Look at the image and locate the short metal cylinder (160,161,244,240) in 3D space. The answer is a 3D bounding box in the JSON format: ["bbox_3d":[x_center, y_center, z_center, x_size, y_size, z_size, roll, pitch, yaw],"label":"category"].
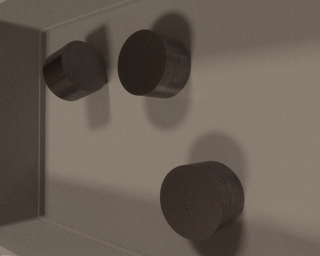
[{"bbox_3d":[0.047,0.079,0.350,0.080,0.050,0.079,0,90,39],"label":"short metal cylinder"}]

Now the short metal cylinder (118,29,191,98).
[{"bbox_3d":[-0.008,-0.079,0.395,0.080,0.050,0.079,0,90,39],"label":"short metal cylinder"}]

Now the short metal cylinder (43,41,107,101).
[{"bbox_3d":[-0.129,-0.086,0.475,0.050,0.081,0.080,-17,80,38],"label":"short metal cylinder"}]
